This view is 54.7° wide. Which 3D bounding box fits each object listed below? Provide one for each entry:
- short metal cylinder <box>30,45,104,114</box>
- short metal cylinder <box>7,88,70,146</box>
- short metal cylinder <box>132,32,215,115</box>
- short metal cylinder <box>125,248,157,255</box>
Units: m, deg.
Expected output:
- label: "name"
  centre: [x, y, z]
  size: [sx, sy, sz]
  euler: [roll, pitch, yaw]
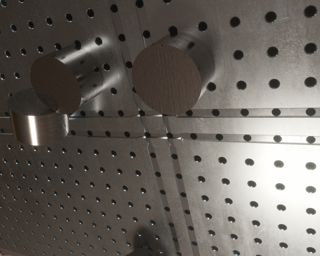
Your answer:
- label: "short metal cylinder"
  centre: [-0.125, -0.065, 0.418]
  size: [0.080, 0.050, 0.079]
  euler: [13, 124, 20]
- label: "short metal cylinder"
  centre: [-0.176, -0.019, 0.454]
  size: [0.080, 0.080, 0.050]
  euler: [20, 126, 16]
- label: "short metal cylinder"
  centre: [0.016, -0.061, 0.348]
  size: [0.080, 0.050, 0.079]
  euler: [13, 124, 20]
- label: "short metal cylinder"
  centre: [-0.040, 0.265, 0.559]
  size: [0.080, 0.080, 0.050]
  euler: [44, 129, -3]
